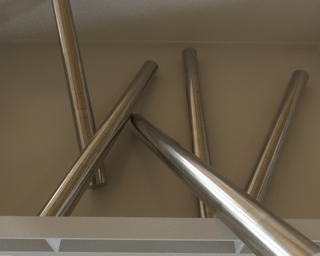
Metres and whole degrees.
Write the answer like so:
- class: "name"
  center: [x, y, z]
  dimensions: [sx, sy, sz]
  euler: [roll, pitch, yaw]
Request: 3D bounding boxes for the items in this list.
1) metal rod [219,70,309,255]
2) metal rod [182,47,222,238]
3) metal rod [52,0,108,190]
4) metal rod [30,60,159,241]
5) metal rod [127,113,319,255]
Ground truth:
- class: "metal rod"
  center: [0.142, 0.022, 0.388]
  dimensions: [0.025, 0.025, 0.301]
  euler: [23, 53, 18]
- class: "metal rod"
  center: [0.049, -0.007, 0.411]
  dimensions: [0.025, 0.025, 0.300]
  euler: [0, 50, -1]
- class: "metal rod"
  center: [-0.110, -0.069, 0.403]
  dimensions: [0.025, 0.025, 0.299]
  euler: [-12, 69, -10]
- class: "metal rod"
  center: [-0.057, -0.003, 0.374]
  dimensions: [0.025, 0.025, 0.301]
  euler: [13, 41, 10]
- class: "metal rod"
  center: [0.019, 0.031, 0.280]
  dimensions: [0.025, 0.025, 0.300]
  euler: [-19, 21, -15]
